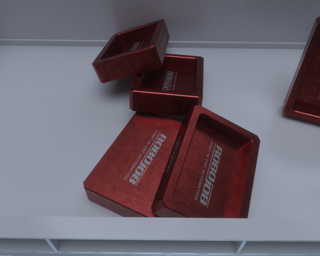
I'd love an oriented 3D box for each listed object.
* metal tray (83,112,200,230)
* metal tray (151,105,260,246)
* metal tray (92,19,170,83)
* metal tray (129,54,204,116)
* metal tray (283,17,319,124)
[{"bbox_3d":[-0.016,0.042,0.367,0.090,0.030,0.130,21,53,16],"label":"metal tray"},{"bbox_3d":[0.055,0.047,0.337,0.090,0.030,0.130,27,55,-7],"label":"metal tray"},{"bbox_3d":[-0.038,-0.117,0.459,0.090,0.030,0.130,-12,32,15],"label":"metal tray"},{"bbox_3d":[0.014,-0.066,0.435,0.091,0.030,0.130,6,35,4],"label":"metal tray"},{"bbox_3d":[0.223,-0.067,0.394,0.090,0.129,0.030,16,36,12],"label":"metal tray"}]
